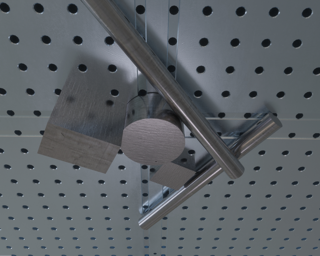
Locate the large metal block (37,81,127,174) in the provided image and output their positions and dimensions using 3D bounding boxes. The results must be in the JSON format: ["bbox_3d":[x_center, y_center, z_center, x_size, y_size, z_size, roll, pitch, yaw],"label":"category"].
[{"bbox_3d":[-0.090,-0.001,0.374,0.080,0.080,0.050,20,127,-17],"label":"large metal block"}]

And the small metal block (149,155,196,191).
[{"bbox_3d":[0.018,0.063,0.466,0.050,0.025,0.050,23,126,-19],"label":"small metal block"}]

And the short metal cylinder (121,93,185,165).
[{"bbox_3d":[-0.009,0.003,0.397,0.081,0.050,0.079,0,131,0],"label":"short metal cylinder"}]

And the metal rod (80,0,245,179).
[{"bbox_3d":[0.016,-0.039,0.361,0.025,0.025,0.300,-30,119,23],"label":"metal rod"}]

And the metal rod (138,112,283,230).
[{"bbox_3d":[0.061,0.080,0.480,0.025,0.025,0.299,30,124,-23],"label":"metal rod"}]
